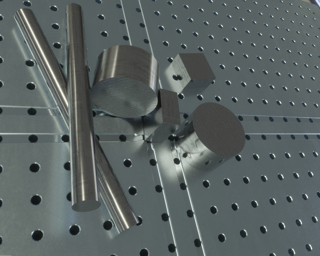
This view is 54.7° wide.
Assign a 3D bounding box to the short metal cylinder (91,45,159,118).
[{"bbox_3d":[-0.042,-0.055,0.384,0.081,0.080,0.050,16,56,-20],"label":"short metal cylinder"}]

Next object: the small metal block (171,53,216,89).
[{"bbox_3d":[0.053,-0.091,0.492,0.050,0.025,0.050,-9,67,-32],"label":"small metal block"}]

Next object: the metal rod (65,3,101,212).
[{"bbox_3d":[-0.094,-0.050,0.358,0.025,0.025,0.299,6,50,-25],"label":"metal rod"}]

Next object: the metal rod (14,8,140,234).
[{"bbox_3d":[-0.104,-0.020,0.363,0.025,0.025,0.299,-19,72,-35],"label":"metal rod"}]

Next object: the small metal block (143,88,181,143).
[{"bbox_3d":[0.001,-0.015,0.401,0.025,0.050,0.050,11,57,-26],"label":"small metal block"}]

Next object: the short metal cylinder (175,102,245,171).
[{"bbox_3d":[0.067,0.012,0.421,0.081,0.050,0.080,13,56,-21],"label":"short metal cylinder"}]
